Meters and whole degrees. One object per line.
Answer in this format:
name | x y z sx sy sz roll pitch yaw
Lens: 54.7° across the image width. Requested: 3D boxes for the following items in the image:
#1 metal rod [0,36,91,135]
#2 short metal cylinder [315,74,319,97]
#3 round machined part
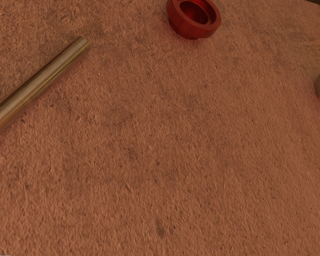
metal rod | -0.165 -0.011 0.321 0.025 0.025 0.301 35 51 -5
short metal cylinder | 0.359 -0.087 0.615 0.050 0.080 0.080 21 54 -16
round machined part | 0.054 -0.193 0.540 0.099 0.042 0.098 14 56 -21
